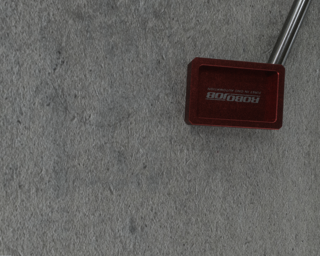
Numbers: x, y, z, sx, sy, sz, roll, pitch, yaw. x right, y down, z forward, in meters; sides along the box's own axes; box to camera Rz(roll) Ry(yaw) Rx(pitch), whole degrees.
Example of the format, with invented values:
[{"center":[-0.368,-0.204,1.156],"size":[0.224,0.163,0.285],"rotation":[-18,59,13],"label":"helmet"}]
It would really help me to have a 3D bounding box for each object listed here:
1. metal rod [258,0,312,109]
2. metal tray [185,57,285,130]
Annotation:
[{"center":[0.205,-0.154,0.486],"size":[0.025,0.025,0.299],"rotation":[29,80,-18],"label":"metal rod"},{"center":[0.103,-0.046,0.430],"size":[0.131,0.030,0.089],"rotation":[3,89,-7],"label":"metal tray"}]
